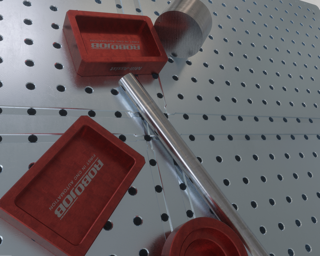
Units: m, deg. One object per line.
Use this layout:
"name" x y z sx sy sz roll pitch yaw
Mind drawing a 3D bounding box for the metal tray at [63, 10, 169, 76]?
"metal tray" -0.062 -0.121 0.445 0.131 0.030 0.090 -8 66 -32

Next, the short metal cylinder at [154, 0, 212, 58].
"short metal cylinder" 0.037 -0.158 0.489 0.080 0.080 0.050 34 51 -6

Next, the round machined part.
"round machined part" 0.045 0.149 0.331 0.099 0.042 0.098 14 56 -21

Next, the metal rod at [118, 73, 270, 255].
"metal rod" 0.041 0.051 0.399 0.025 0.025 0.299 -29 78 -37

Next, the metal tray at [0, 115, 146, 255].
"metal tray" -0.085 0.058 0.323 0.090 0.030 0.130 37 51 -4
